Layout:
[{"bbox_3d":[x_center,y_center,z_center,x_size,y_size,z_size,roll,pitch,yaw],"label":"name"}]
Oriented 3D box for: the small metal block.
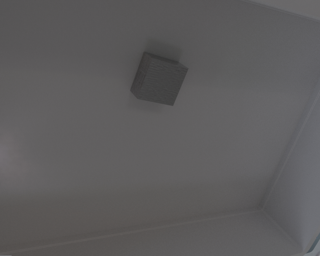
[{"bbox_3d":[-0.001,-0.058,0.372,0.050,0.025,0.050,9,114,-32],"label":"small metal block"}]
